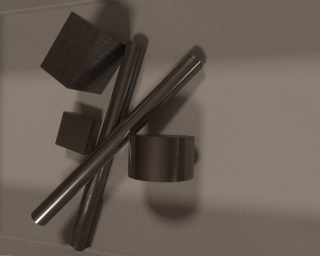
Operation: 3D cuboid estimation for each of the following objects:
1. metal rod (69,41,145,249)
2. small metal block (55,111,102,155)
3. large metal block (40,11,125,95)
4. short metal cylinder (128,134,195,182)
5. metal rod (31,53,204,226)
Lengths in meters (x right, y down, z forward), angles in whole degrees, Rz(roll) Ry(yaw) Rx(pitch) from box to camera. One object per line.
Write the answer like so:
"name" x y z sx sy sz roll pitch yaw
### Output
"metal rod" -0.076 0.027 0.436 0.025 0.025 0.298 19 96 18
"small metal block" -0.118 0.007 0.451 0.050 0.025 0.050 18 96 18
"large metal block" -0.097 -0.095 0.414 0.050 0.080 0.080 38 102 16
"short metal cylinder" 0.002 0.034 0.380 0.080 0.080 0.050 2 91 19
"metal rod" -0.059 0.018 0.408 0.300 0.025 0.025 -45 76 5
